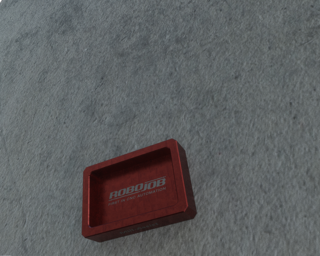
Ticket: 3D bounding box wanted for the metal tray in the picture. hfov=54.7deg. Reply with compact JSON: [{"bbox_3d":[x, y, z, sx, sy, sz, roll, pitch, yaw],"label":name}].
[{"bbox_3d":[-0.029,0.075,0.368,0.130,0.030,0.090,-19,54,16],"label":"metal tray"}]
